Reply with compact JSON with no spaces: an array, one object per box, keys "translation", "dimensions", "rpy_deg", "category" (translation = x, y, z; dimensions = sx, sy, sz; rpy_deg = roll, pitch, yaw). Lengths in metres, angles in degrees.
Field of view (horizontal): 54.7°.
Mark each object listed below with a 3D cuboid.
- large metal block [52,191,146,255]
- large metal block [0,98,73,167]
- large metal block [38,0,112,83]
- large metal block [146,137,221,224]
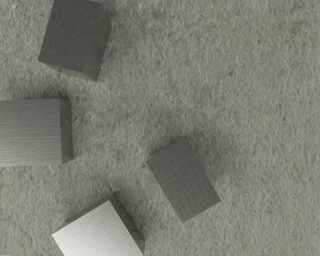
[{"translation":[-0.075,0.141,0.397],"dimensions":[0.080,0.050,0.080],"rpy_deg":[-31,90,0],"category":"large metal block"},{"translation":[-0.159,0.005,0.395],"dimensions":[0.081,0.050,0.079],"rpy_deg":[-2,90,-1],"category":"large metal block"},{"translation":[-0.100,-0.106,0.381],"dimensions":[0.050,0.080,0.080],"rpy_deg":[15,90,0],"category":"large metal block"},{"translation":[0.026,0.059,0.383],"dimensions":[0.050,0.080,0.080],"rpy_deg":[-31,90,0],"category":"large metal block"}]
